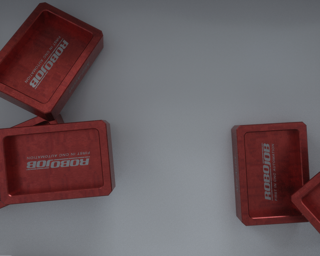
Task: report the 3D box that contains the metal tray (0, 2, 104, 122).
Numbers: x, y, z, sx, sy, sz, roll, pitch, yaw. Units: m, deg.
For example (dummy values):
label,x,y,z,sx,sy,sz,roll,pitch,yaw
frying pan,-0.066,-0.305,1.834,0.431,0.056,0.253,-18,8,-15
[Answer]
label,x,y,z,sx,sy,sz,roll,pitch,yaw
metal tray,-0.140,-0.084,0.385,0.090,0.030,0.130,27,69,0

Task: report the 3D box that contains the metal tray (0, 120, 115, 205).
label,x,y,z,sx,sy,sz,roll,pitch,yaw
metal tray,-0.125,0.040,0.376,0.131,0.030,0.089,-5,90,-1

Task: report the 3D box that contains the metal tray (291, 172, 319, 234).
label,x,y,z,sx,sy,sz,roll,pitch,yaw
metal tray,0.223,0.100,0.336,0.089,0.030,0.130,-54,56,28

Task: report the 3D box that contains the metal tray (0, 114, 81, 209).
label,x,y,z,sx,sy,sz,roll,pitch,yaw
metal tray,-0.179,0.044,0.406,0.131,0.030,0.090,-23,90,-1

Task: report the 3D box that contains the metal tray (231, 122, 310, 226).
label,x,y,z,sx,sy,sz,roll,pitch,yaw
metal tray,0.146,0.059,0.410,0.091,0.030,0.129,-3,90,-1
